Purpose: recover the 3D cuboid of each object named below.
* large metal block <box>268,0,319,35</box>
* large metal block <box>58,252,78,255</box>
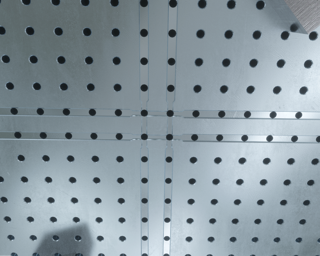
[{"bbox_3d":[0.164,-0.163,0.341,0.080,0.050,0.080,-40,105,13],"label":"large metal block"},{"bbox_3d":[-0.168,0.246,0.473,0.080,0.080,0.050,-13,110,4],"label":"large metal block"}]
